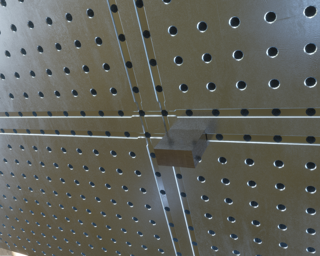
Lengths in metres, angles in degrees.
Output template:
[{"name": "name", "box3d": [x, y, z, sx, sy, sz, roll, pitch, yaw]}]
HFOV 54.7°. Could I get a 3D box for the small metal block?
[{"name": "small metal block", "box3d": [0.027, 0.025, 0.395, 0.050, 0.050, 0.025, 1, 119, 27]}]
